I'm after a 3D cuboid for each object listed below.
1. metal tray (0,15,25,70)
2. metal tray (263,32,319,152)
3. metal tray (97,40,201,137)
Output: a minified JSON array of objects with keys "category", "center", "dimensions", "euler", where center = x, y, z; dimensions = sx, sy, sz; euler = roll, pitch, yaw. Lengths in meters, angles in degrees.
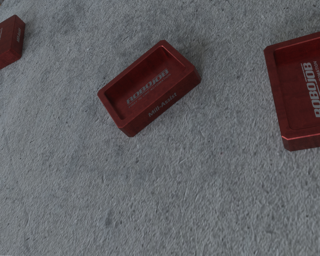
[{"category":"metal tray","center":[-0.358,-0.192,0.707],"dimensions":[0.090,0.030,0.130],"euler":[-23,53,14]},{"category":"metal tray","center":[0.171,-0.045,0.338],"dimensions":[0.090,0.030,0.130],"euler":[-12,56,21]},{"category":"metal tray","center":[-0.018,-0.059,0.446],"dimensions":[0.130,0.030,0.090],"euler":[-39,51,1]}]
